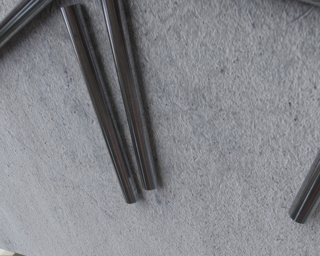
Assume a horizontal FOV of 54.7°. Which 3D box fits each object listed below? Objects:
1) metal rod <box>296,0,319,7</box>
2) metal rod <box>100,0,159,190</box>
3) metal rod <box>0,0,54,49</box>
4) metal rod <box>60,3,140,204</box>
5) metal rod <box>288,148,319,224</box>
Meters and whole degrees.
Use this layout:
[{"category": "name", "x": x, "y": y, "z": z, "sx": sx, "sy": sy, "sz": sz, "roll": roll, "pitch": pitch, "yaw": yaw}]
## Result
[{"category": "metal rod", "x": 0.044, "y": -0.156, "z": 0.286, "sx": 0.301, "sy": 0.025, "sz": 0.025, "roll": 23, "pitch": 127, "yaw": 14}, {"category": "metal rod", "x": -0.037, "y": -0.044, "z": 0.398, "sx": 0.025, "sy": 0.025, "sz": 0.298, "roll": 5, "pitch": 121, "yaw": 26}, {"category": "metal rod", "x": -0.205, "y": -0.142, "z": 0.427, "sx": 0.300, "sy": 0.025, "sz": 0.025, "roll": -20, "pitch": 108, "yaw": 35}, {"category": "metal rod", "x": -0.077, "y": -0.017, "z": 0.436, "sx": 0.025, "sy": 0.025, "sz": 0.298, "roll": 1, "pitch": 119, "yaw": 28}, {"category": "metal rod", "x": 0.187, "y": -0.014, "z": 0.299, "sx": 0.025, "sy": 0.025, "sz": 0.298, "roll": 19, "pitch": 126, "yaw": 17}]
